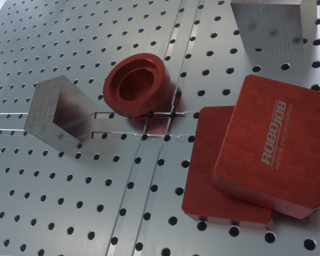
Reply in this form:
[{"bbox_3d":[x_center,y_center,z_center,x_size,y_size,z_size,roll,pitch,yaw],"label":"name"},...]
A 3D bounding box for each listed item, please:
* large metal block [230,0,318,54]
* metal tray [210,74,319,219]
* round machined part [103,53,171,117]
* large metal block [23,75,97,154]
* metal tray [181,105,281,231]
[{"bbox_3d":[0.143,-0.141,0.384,0.080,0.080,0.050,18,71,35],"label":"large metal block"},{"bbox_3d":[0.112,0.012,0.306,0.090,0.030,0.130,17,59,13],"label":"metal tray"},{"bbox_3d":[-0.030,-0.057,0.448,0.098,0.042,0.098,-13,56,21],"label":"round machined part"},{"bbox_3d":[-0.143,-0.018,0.460,0.050,0.080,0.080,-12,57,22],"label":"large metal block"},{"bbox_3d":[0.081,0.038,0.339,0.090,0.030,0.130,0,61,28],"label":"metal tray"}]
